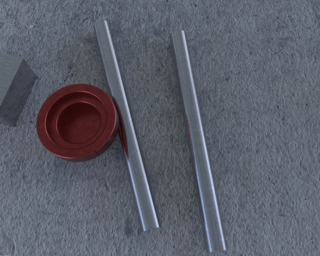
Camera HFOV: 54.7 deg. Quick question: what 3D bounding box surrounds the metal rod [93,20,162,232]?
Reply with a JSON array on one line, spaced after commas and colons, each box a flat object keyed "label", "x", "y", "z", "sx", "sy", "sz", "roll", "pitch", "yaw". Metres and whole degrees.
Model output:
[{"label": "metal rod", "x": -0.048, "y": -0.016, "z": 0.413, "sx": 0.025, "sy": 0.025, "sz": 0.299, "roll": -14, "pitch": 71, "yaw": -5}]

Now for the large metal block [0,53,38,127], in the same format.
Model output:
[{"label": "large metal block", "x": -0.225, "y": -0.055, "z": 0.412, "sx": 0.080, "sy": 0.050, "sz": 0.080, "roll": 14, "pitch": 71, "yaw": 4}]

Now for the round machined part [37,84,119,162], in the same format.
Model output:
[{"label": "round machined part", "x": -0.101, "y": -0.004, "z": 0.397, "sx": 0.099, "sy": 0.042, "sz": 0.098, "roll": -1, "pitch": 71, "yaw": 3}]

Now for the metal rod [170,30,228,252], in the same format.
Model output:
[{"label": "metal rod", "x": 0.046, "y": 0.002, "z": 0.407, "sx": 0.025, "sy": 0.025, "sz": 0.299, "roll": -7, "pitch": 70, "yaw": -3}]
